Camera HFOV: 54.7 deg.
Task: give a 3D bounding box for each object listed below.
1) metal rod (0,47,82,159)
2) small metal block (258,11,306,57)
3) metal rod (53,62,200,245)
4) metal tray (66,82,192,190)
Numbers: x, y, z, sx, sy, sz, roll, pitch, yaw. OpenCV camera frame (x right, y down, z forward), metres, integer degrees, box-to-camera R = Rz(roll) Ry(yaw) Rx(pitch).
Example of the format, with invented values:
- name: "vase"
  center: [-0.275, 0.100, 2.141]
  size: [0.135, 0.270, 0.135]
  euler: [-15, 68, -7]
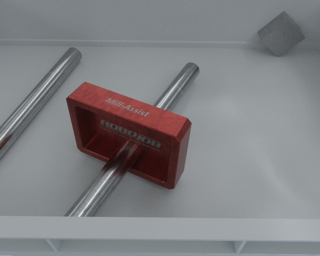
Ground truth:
- name: "metal rod"
  center: [-0.186, -0.012, 0.412]
  size: [0.025, 0.025, 0.300]
  euler: [15, 51, 12]
- name: "small metal block"
  center: [0.198, -0.152, 0.506]
  size: [0.050, 0.050, 0.025]
  euler: [29, 42, -30]
- name: "metal rod"
  center: [-0.020, 0.006, 0.380]
  size: [0.025, 0.025, 0.301]
  euler: [22, 49, 17]
- name: "metal tray"
  center: [-0.035, 0.010, 0.344]
  size: [0.130, 0.089, 0.030]
  euler: [20, 48, 16]
